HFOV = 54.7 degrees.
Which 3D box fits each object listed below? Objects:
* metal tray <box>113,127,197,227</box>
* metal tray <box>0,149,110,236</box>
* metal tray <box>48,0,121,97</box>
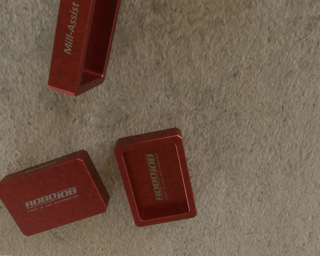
[{"bbox_3d":[-0.004,0.071,0.433,0.090,0.030,0.129,-11,110,3],"label":"metal tray"},{"bbox_3d":[-0.149,0.093,0.440,0.131,0.030,0.090,-19,109,6],"label":"metal tray"},{"bbox_3d":[-0.076,-0.107,0.332,0.030,0.090,0.129,17,109,4],"label":"metal tray"}]
